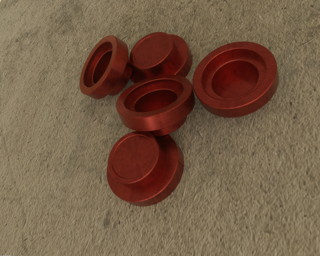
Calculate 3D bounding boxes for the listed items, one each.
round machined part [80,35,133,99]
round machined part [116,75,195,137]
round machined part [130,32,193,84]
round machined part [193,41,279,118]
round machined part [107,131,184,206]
[{"bbox_3d":[-0.078,-0.088,0.474,0.098,0.042,0.098,-27,51,39],"label":"round machined part"},{"bbox_3d":[-0.003,-0.026,0.397,0.098,0.042,0.098,-12,35,9],"label":"round machined part"},{"bbox_3d":[-0.005,-0.103,0.458,0.098,0.042,0.098,-13,56,20],"label":"round machined part"},{"bbox_3d":[0.093,-0.054,0.378,0.098,0.042,0.098,-13,56,20],"label":"round machined part"},{"bbox_3d":[-0.024,0.042,0.379,0.098,0.042,0.098,-13,56,20],"label":"round machined part"}]
